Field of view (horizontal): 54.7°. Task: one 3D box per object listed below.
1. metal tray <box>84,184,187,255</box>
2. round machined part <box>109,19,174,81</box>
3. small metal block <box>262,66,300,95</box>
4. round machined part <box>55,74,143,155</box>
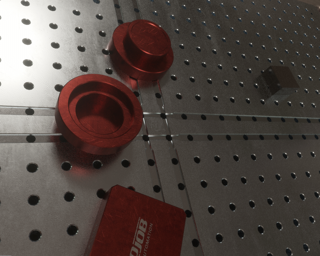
[{"bbox_3d":[-0.028,0.133,0.310,0.090,0.030,0.130,24,53,-14],"label":"metal tray"},{"bbox_3d":[-0.023,-0.122,0.461,0.099,0.042,0.098,14,56,-21],"label":"round machined part"},{"bbox_3d":[0.230,-0.090,0.591,0.050,0.025,0.050,-4,64,-31],"label":"small metal block"},{"bbox_3d":[-0.073,-0.012,0.366,0.099,0.042,0.098,14,56,-21],"label":"round machined part"}]
